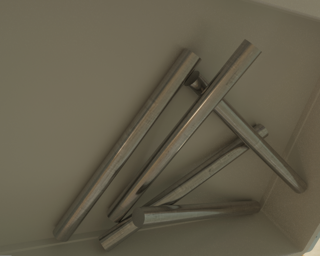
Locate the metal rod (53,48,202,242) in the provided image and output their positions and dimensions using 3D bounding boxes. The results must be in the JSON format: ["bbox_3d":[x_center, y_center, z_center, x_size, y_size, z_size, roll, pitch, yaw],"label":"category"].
[{"bbox_3d":[-0.047,0.028,0.399,0.025,0.025,0.299,29,102,-38],"label":"metal rod"}]

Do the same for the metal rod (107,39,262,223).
[{"bbox_3d":[0.020,0.016,0.404,0.025,0.025,0.299,24,113,-37],"label":"metal rod"}]

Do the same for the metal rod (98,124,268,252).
[{"bbox_3d":[0.043,0.084,0.469,0.301,0.025,0.025,-33,129,-12],"label":"metal rod"}]

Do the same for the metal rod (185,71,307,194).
[{"bbox_3d":[0.142,0.020,0.465,0.301,0.025,0.025,39,96,-29],"label":"metal rod"}]

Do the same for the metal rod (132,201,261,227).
[{"bbox_3d":[0.079,0.134,0.501,0.302,0.025,0.025,11,113,-44],"label":"metal rod"}]
